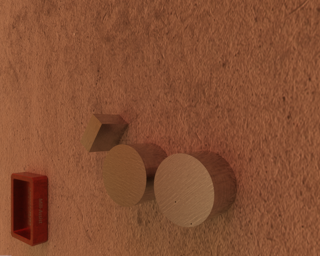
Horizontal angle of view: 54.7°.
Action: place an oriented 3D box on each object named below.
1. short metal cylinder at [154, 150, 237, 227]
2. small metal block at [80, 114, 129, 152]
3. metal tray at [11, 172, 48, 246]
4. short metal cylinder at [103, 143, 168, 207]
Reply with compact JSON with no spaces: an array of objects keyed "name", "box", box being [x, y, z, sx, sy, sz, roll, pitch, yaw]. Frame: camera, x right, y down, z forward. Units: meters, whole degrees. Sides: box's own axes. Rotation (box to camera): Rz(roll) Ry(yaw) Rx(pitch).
[{"name":"short metal cylinder","box":[0.040,0.067,0.356,0.080,0.050,0.080,0,90,40]},{"name":"small metal block","box":[-0.082,0.007,0.456,0.025,0.050,0.050,43,116,31]},{"name":"metal tray","box":[-0.261,0.157,0.617,0.090,0.030,0.129,0,90,40]},{"name":"short metal cylinder","box":[-0.031,0.060,0.414,0.080,0.050,0.080,0,90,40]}]
